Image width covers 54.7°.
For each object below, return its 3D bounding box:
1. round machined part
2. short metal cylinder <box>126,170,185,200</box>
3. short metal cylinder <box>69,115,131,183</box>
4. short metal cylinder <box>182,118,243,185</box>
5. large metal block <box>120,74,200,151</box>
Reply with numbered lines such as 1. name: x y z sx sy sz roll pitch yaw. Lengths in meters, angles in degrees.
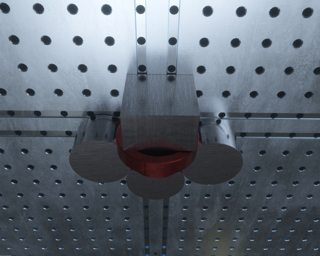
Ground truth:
1. round machined part: -0.003 0.023 0.381 0.099 0.098 0.042 1 130 -2
2. short metal cylinder: -0.006 0.058 0.445 0.081 0.050 0.079 0 130 0
3. short metal cylinder: -0.077 0.029 0.420 0.081 0.050 0.079 0 130 0
4. short metal cylinder: 0.068 0.033 0.424 0.081 0.050 0.079 0 130 0
5. large metal block: 0.000 -0.020 0.358 0.081 0.080 0.050 1 130 -1
